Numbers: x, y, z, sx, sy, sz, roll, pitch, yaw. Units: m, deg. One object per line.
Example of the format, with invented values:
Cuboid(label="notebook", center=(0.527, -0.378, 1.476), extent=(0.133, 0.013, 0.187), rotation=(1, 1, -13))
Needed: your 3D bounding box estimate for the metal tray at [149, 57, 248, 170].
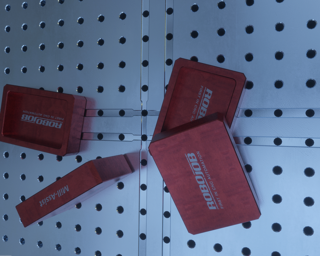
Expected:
Cuboid(label="metal tray", center=(0.047, -0.014, 0.392), extent=(0.090, 0.030, 0.129), rotation=(18, 96, 18))

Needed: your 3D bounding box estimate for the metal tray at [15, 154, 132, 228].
Cuboid(label="metal tray", center=(-0.113, 0.082, 0.416), extent=(0.130, 0.090, 0.030), rotation=(-31, 80, 17))

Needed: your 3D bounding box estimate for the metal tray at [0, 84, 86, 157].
Cuboid(label="metal tray", center=(-0.182, -0.013, 0.472), extent=(0.130, 0.030, 0.089), rotation=(10, 93, 19))

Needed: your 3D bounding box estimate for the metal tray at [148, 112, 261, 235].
Cuboid(label="metal tray", center=(0.054, 0.056, 0.367), extent=(0.090, 0.030, 0.129), rotation=(-21, 103, 17))
